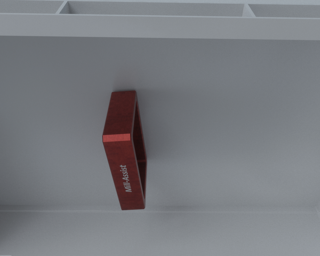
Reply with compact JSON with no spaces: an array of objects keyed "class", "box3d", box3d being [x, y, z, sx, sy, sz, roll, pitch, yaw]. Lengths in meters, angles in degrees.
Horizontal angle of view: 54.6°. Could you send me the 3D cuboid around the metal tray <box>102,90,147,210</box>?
[{"class":"metal tray","box3d":[-0.039,0.030,0.391,0.030,0.090,0.129,-4,130,3]}]
